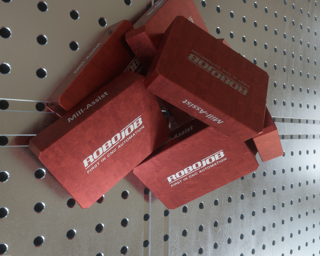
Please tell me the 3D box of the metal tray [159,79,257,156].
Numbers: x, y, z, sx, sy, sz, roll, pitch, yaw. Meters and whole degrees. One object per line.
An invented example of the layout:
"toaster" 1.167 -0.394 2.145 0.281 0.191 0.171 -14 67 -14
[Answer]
"metal tray" 0.068 -0.008 0.424 0.130 0.090 0.030 51 60 -27

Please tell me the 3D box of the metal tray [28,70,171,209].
"metal tray" -0.056 0.011 0.329 0.131 0.030 0.090 -40 131 -20

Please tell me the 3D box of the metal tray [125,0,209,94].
"metal tray" 0.018 -0.114 0.395 0.090 0.030 0.130 56 44 -27

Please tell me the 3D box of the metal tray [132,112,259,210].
"metal tray" 0.043 0.041 0.383 0.090 0.130 0.030 51 18 -29

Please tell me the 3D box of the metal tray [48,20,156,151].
"metal tray" -0.052 -0.049 0.360 0.090 0.030 0.130 46 62 -30

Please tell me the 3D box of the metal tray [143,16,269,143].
"metal tray" 0.056 -0.052 0.337 0.131 0.030 0.090 28 57 -16

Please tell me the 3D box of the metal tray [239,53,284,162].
"metal tray" 0.126 -0.028 0.428 0.090 0.030 0.130 46 25 -53

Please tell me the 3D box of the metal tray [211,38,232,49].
"metal tray" 0.094 -0.063 0.454 0.131 0.030 0.090 19 77 -59
